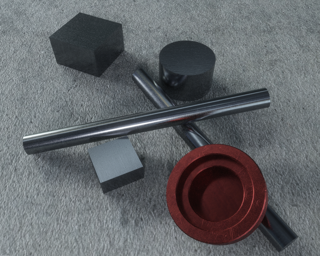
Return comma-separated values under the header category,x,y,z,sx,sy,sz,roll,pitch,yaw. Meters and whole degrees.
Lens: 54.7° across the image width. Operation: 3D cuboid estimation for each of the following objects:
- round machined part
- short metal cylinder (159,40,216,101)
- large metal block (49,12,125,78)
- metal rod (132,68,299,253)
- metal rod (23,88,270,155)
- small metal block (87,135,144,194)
category,x,y,z,sx,sy,sz,roll,pitch,yaw
round machined part,0.060,0.069,0.319,0.098,0.042,0.098,-10,63,20
short metal cylinder,0.039,-0.085,0.459,0.081,0.050,0.080,0,50,0
large metal block,-0.114,-0.136,0.500,0.080,0.050,0.080,20,53,16
metal rod,0.048,0.018,0.388,0.025,0.025,0.300,-25,55,-20
metal rod,-0.016,-0.008,0.384,0.302,0.025,0.025,-11,51,0
small metal block,-0.052,0.042,0.367,0.050,0.025,0.050,-20,53,-16
